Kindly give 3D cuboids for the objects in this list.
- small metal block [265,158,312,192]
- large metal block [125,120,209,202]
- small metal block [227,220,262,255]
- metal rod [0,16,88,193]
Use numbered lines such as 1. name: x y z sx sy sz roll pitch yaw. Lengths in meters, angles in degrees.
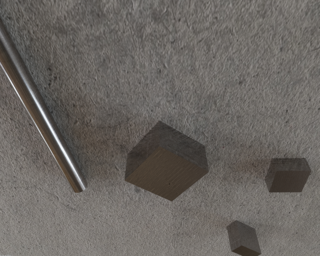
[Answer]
1. small metal block: 0.193 0.072 0.471 0.050 0.025 0.050 0 130 0
2. large metal block: 0.008 0.048 0.432 0.080 0.050 0.080 29 124 -23
3. small metal block: 0.153 0.204 0.566 0.050 0.050 0.025 30 124 -23
4. metal rod: -0.152 -0.021 0.387 0.025 0.025 0.298 -8 130 7
